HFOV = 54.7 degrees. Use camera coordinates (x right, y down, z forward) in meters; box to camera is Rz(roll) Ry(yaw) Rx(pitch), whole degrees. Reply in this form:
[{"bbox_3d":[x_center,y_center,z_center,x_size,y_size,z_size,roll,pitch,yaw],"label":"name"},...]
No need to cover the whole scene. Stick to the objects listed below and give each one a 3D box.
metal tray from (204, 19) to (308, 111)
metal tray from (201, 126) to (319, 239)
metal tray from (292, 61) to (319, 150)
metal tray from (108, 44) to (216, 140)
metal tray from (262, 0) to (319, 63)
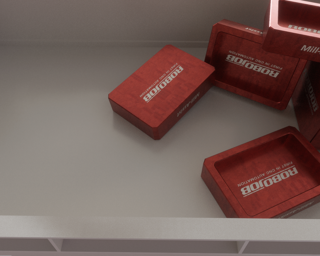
[{"bbox_3d":[0.130,-0.089,0.435,0.130,0.089,0.030,24,38,19],"label":"metal tray"},{"bbox_3d":[0.125,0.056,0.354,0.131,0.030,0.090,-19,53,-16],"label":"metal tray"},{"bbox_3d":[0.208,-0.047,0.402,0.030,0.089,0.130,7,50,1],"label":"metal tray"},{"bbox_3d":[0.005,-0.055,0.436,0.090,0.030,0.130,34,66,25],"label":"metal tray"},{"bbox_3d":[0.196,-0.118,0.378,0.131,0.030,0.090,14,48,7],"label":"metal tray"}]
